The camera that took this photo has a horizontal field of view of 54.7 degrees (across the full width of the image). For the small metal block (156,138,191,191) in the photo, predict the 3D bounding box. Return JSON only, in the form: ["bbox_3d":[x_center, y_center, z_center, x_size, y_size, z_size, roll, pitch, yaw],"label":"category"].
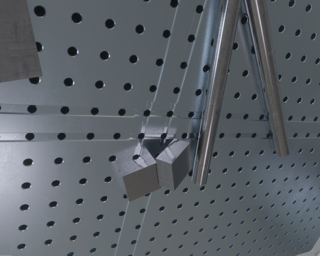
[{"bbox_3d":[0.021,0.051,0.440,0.050,0.025,0.050,-44,139,-42],"label":"small metal block"}]

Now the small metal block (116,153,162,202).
[{"bbox_3d":[-0.029,0.070,0.439,0.050,0.025,0.050,-21,127,-16],"label":"small metal block"}]

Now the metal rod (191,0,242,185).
[{"bbox_3d":[0.074,-0.045,0.424,0.025,0.025,0.298,-9,123,-24],"label":"metal rod"}]

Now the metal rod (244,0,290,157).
[{"bbox_3d":[0.167,-0.060,0.465,0.025,0.025,0.299,-33,129,-7],"label":"metal rod"}]

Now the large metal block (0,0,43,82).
[{"bbox_3d":[-0.133,-0.089,0.248,0.050,0.080,0.079,-14,124,-21],"label":"large metal block"}]
